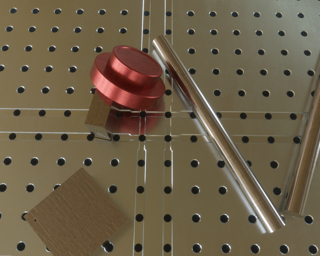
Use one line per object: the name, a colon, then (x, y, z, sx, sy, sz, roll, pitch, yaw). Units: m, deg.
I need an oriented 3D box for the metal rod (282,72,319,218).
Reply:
metal rod: (0.219, -0.025, 0.423, 0.025, 0.025, 0.300, 22, 71, 7)

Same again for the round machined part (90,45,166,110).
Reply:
round machined part: (-0.036, -0.071, 0.400, 0.099, 0.042, 0.098, 22, 33, -15)

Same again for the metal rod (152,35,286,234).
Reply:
metal rod: (0.069, -0.005, 0.414, 0.025, 0.025, 0.299, -26, 72, -10)

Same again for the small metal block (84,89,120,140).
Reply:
small metal block: (-0.073, -0.017, 0.404, 0.025, 0.050, 0.050, 12, 71, 4)

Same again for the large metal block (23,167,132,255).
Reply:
large metal block: (-0.091, 0.106, 0.359, 0.080, 0.050, 0.080, -41, 76, -14)
